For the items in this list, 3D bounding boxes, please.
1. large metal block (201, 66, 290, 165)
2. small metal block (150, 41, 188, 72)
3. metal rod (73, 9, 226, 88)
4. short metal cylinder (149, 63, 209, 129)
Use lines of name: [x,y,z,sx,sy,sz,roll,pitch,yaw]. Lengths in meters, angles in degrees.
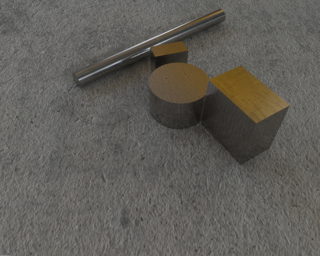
large metal block: [0.100,-0.016,0.382,0.050,0.080,0.080,-26,55,-20]
small metal block: [0.013,-0.100,0.471,0.050,0.050,0.025,-14,52,-12]
metal rod: [-0.005,-0.142,0.521,0.302,0.025,0.025,-30,57,-24]
short metal cylinder: [0.025,-0.045,0.425,0.081,0.050,0.080,0,50,0]
